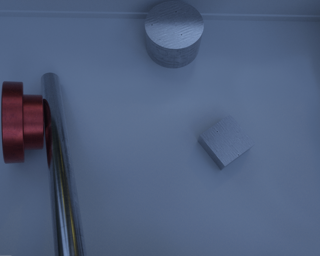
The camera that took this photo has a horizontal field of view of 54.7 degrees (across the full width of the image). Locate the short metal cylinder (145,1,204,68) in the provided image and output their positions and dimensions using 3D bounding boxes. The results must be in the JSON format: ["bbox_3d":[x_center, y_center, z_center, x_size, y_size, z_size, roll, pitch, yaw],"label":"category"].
[{"bbox_3d":[0.019,-0.133,0.445,0.081,0.050,0.080,0,70,0],"label":"short metal cylinder"}]

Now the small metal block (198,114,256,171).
[{"bbox_3d":[0.086,0.019,0.404,0.050,0.025,0.050,-34,74,-12],"label":"small metal block"}]

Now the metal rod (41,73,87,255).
[{"bbox_3d":[-0.108,0.031,0.332,0.025,0.025,0.300,-18,46,-7],"label":"metal rod"}]

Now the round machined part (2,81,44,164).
[{"bbox_3d":[-0.165,-0.007,0.375,0.042,0.098,0.098,-1,69,-23],"label":"round machined part"}]
